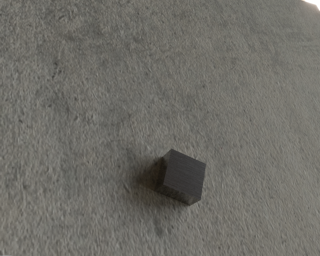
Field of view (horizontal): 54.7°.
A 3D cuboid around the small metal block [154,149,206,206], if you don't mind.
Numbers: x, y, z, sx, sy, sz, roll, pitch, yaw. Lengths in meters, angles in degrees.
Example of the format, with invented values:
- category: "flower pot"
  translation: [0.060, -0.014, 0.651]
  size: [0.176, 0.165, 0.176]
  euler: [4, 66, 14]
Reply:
- category: "small metal block"
  translation: [0.026, 0.061, 0.382]
  size: [0.050, 0.025, 0.050]
  euler: [25, 53, -13]
